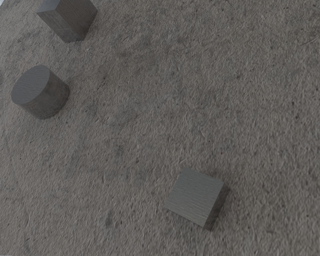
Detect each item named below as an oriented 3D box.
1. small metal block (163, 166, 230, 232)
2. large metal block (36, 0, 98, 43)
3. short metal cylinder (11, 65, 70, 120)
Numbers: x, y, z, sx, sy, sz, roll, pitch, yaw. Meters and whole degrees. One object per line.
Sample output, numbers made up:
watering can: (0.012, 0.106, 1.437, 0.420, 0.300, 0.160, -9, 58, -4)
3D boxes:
small metal block: (0.040, 0.076, 0.336, 0.050, 0.025, 0.050, 18, 71, 35)
large metal block: (-0.177, -0.225, 0.600, 0.050, 0.080, 0.080, 4, 64, 30)
short metal cylinder: (-0.205, -0.061, 0.533, 0.080, 0.050, 0.080, -13, 56, 21)
